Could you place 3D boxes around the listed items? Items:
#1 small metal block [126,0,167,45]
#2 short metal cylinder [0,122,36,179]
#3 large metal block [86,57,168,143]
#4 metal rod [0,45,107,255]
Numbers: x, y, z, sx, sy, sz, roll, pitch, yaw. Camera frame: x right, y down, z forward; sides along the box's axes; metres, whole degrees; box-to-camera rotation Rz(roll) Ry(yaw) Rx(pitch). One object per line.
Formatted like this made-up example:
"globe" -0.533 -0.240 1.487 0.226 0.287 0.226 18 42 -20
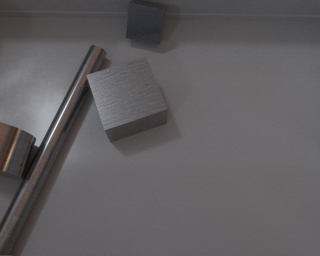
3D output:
"small metal block" -0.020 -0.154 0.450 0.050 0.050 0.025 13 35 4
"short metal cylinder" -0.197 0.026 0.369 0.080 0.080 0.050 11 71 3
"large metal block" -0.042 -0.037 0.409 0.081 0.050 0.080 -19 71 -7
"metal rod" -0.139 0.020 0.400 0.025 0.025 0.300 19 71 6
